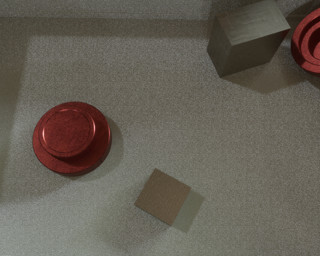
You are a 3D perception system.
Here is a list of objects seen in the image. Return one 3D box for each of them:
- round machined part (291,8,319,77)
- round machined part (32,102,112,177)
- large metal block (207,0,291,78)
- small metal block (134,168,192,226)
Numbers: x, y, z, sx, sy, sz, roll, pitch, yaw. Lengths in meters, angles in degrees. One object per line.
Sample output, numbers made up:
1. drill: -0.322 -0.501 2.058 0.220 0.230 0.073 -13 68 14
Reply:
1. round machined part: 0.238 -0.117 0.429 0.098 0.042 0.098 -10 74 39
2. round machined part: -0.113 0.010 0.396 0.099 0.042 0.098 0 70 -1
3. large metal block: 0.117 -0.121 0.426 0.081 0.080 0.050 -18 71 -7
4. small metal block: 0.004 0.085 0.379 0.050 0.025 0.050 28 72 9
